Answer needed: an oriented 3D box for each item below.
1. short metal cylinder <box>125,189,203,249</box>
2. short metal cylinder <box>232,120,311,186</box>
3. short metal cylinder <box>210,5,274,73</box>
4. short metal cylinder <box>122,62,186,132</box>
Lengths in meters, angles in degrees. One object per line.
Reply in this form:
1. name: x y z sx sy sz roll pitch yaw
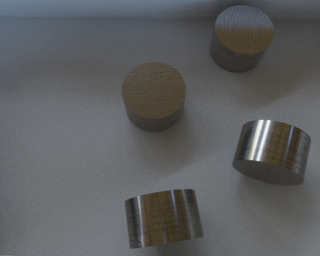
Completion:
1. short metal cylinder: 0.004 0.101 0.344 0.081 0.080 0.050 -8 71 -3
2. short metal cylinder: 0.133 0.031 0.371 0.080 0.080 0.050 18 71 6
3. short metal cylinder: 0.115 -0.127 0.444 0.081 0.050 0.080 0 70 0
4. short metal cylinder: -0.008 -0.040 0.411 0.081 0.050 0.080 0 70 0
